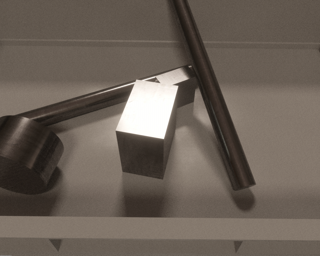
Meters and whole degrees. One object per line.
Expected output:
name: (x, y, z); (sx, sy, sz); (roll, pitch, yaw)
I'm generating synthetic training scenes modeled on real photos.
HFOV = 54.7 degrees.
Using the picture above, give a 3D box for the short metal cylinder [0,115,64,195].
short metal cylinder: (-0.155, 0.031, 0.341); (0.080, 0.080, 0.050); (9, 51, 7)

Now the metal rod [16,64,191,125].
metal rod: (-0.083, -0.041, 0.438); (0.302, 0.025, 0.025); (-19, 53, -16)

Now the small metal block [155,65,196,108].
small metal block: (0.022, -0.054, 0.434); (0.050, 0.050, 0.025); (-22, 54, -18)

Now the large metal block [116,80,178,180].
large metal block: (-0.012, 0.002, 0.367); (0.050, 0.080, 0.080); (10, 51, 8)

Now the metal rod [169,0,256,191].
metal rod: (0.059, -0.067, 0.403); (0.025, 0.025, 0.299); (-12, 69, -10)
